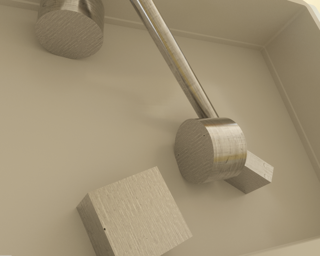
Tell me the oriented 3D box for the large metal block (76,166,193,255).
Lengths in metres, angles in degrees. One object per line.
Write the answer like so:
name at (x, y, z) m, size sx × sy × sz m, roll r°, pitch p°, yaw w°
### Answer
large metal block at (-0.027, 0.096, 0.318) m, size 0.081 × 0.050 × 0.080 m, roll -17°, pitch 71°, yaw -35°

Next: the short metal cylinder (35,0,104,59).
short metal cylinder at (-0.112, -0.134, 0.393) m, size 0.081 × 0.080 × 0.050 m, roll 10°, pitch 58°, yaw -23°

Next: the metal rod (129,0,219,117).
metal rod at (0.015, -0.098, 0.402) m, size 0.025 × 0.025 × 0.299 m, roll -48°, pitch 113°, yaw -39°

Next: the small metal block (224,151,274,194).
small metal block at (0.115, 0.059, 0.417) m, size 0.050 × 0.050 × 0.025 m, roll 33°, pitch 51°, yaw -8°

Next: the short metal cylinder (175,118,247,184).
short metal cylinder at (0.061, 0.027, 0.389) m, size 0.050 × 0.080 × 0.080 m, roll -3°, pitch 63°, yaw -30°
